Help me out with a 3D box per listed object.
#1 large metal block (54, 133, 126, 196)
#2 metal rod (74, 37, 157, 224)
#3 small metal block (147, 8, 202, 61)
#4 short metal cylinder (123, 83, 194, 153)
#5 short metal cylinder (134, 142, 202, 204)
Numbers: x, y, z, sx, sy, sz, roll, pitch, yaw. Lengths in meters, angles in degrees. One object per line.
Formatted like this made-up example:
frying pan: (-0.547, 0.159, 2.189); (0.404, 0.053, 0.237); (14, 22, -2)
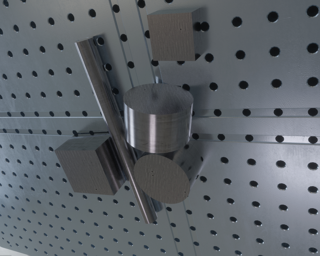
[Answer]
large metal block: (-0.104, 0.055, 0.484); (0.080, 0.050, 0.080); (-3, 117, 29)
metal rod: (-0.056, 0.019, 0.452); (0.025, 0.025, 0.298); (-3, 117, 29)
small metal block: (0.017, -0.102, 0.339); (0.050, 0.025, 0.050); (6, 121, 25)
short metal cylinder: (-0.002, -0.014, 0.368); (0.080, 0.080, 0.050); (15, 124, 20)
short metal cylinder: (0.012, 0.056, 0.424); (0.080, 0.050, 0.079); (13, 124, 21)
